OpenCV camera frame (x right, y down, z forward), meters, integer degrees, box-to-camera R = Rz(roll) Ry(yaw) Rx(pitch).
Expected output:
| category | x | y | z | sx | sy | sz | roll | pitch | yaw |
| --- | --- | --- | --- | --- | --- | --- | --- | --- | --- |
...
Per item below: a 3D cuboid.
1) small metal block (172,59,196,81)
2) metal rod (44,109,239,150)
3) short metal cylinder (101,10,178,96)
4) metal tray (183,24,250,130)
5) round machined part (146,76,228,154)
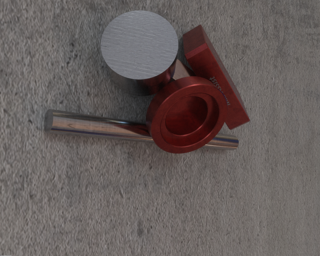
| category | x | y | z | sx | sy | sz | roll | pitch | yaw |
| --- | --- | --- | --- | --- | --- | --- | --- | --- | --- |
| small metal block | 0.018 | -0.062 | 0.403 | 0.050 | 0.050 | 0.025 | 30 | 72 | -36 |
| metal rod | 0.003 | 0.009 | 0.408 | 0.302 | 0.025 | 0.025 | 8 | 85 | -40 |
| short metal cylinder | -0.021 | -0.081 | 0.346 | 0.081 | 0.050 | 0.080 | 0 | 76 | -1 |
| metal tray | 0.078 | -0.071 | 0.435 | 0.130 | 0.030 | 0.090 | 53 | 21 | -27 |
| round machined part | 0.029 | -0.019 | 0.379 | 0.099 | 0.042 | 0.097 | -13 | 129 | -16 |
